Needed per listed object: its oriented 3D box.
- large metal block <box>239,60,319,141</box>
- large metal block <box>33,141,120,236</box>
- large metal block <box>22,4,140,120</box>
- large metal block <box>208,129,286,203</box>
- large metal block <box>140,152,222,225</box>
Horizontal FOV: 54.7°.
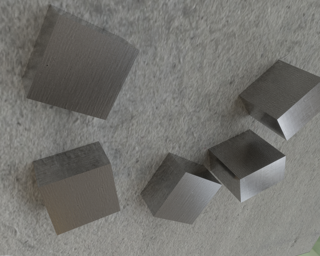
[{"bbox_3d":[0.176,-0.042,0.444,0.080,0.080,0.050,-41,130,0],"label":"large metal block"},{"bbox_3d":[-0.101,0.073,0.382,0.081,0.050,0.079,-18,126,-19],"label":"large metal block"},{"bbox_3d":[-0.080,-0.063,0.309,0.081,0.050,0.080,17,110,-35],"label":"large metal block"},{"bbox_3d":[0.133,0.056,0.481,0.081,0.080,0.050,-23,127,-15],"label":"large metal block"},{"bbox_3d":[0.032,0.093,0.467,0.080,0.050,0.080,25,105,-37],"label":"large metal block"}]
